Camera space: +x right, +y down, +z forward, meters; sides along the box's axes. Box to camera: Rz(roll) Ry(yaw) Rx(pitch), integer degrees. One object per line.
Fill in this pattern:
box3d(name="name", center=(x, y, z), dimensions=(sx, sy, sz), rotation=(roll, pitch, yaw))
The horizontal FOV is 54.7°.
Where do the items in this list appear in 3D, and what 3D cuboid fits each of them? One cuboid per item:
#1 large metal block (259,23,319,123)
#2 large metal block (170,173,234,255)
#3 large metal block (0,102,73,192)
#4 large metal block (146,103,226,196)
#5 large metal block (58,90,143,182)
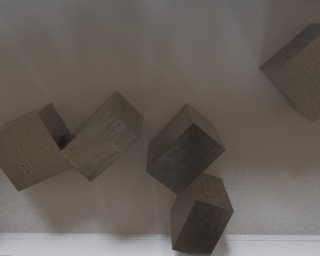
box3d(name="large metal block", center=(0.184, -0.067, 0.375), dimensions=(0.080, 0.050, 0.080), rotation=(-42, 105, 14))
box3d(name="large metal block", center=(0.053, 0.115, 0.425), dimensions=(0.050, 0.080, 0.079), rotation=(19, 109, -7))
box3d(name="large metal block", center=(-0.164, 0.024, 0.405), dimensions=(0.080, 0.050, 0.080), rotation=(-24, 109, 8))
box3d(name="large metal block", center=(0.029, 0.024, 0.391), dimensions=(0.050, 0.080, 0.080), rotation=(39, 105, -13))
box3d(name="large metal block", center=(-0.069, 0.007, 0.384), dimensions=(0.080, 0.080, 0.050), rotation=(-42, 105, 14))
